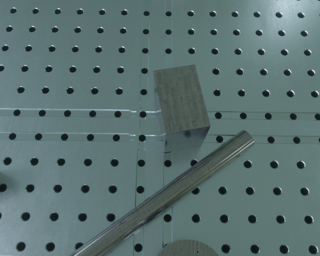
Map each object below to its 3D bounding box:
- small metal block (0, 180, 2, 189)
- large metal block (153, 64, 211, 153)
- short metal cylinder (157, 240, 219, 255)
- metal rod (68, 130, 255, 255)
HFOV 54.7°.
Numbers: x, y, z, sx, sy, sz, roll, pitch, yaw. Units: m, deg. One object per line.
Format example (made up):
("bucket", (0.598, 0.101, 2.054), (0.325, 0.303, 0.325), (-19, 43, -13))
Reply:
("small metal block", (-0.229, 0.067, 0.371), (0.050, 0.050, 0.025), (-23, 72, -8))
("large metal block", (0.024, -0.022, 0.391), (0.050, 0.080, 0.080), (-10, 71, -4))
("short metal cylinder", (0.029, 0.164, 0.339), (0.081, 0.050, 0.080), (0, 70, -1))
("metal rod", (-0.007, 0.095, 0.376), (0.301, 0.025, 0.025), (-34, 74, -12))
